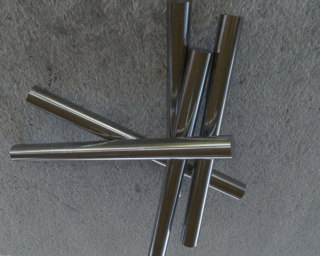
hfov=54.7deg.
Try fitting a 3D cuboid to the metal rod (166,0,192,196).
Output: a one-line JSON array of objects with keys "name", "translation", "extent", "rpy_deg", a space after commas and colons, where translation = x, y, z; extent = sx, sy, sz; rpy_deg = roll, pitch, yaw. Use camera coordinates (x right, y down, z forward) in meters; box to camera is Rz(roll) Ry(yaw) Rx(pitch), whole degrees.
[{"name": "metal rod", "translation": [0.021, -0.012, 0.397], "extent": [0.025, 0.025, 0.298], "rpy_deg": [-1, 130, 0]}]

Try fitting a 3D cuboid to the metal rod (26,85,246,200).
[{"name": "metal rod", "translation": [-0.022, 0.024, 0.401], "extent": [0.301, 0.025, 0.025], "rpy_deg": [26, 126, -11]}]

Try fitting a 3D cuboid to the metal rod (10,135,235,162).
[{"name": "metal rod", "translation": [-0.063, 0.027, 0.378], "extent": [0.301, 0.025, 0.025], "rpy_deg": [-3, 132, 23]}]

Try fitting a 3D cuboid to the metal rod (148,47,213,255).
[{"name": "metal rod", "translation": [0.019, 0.052, 0.385], "extent": [0.025, 0.025, 0.298], "rpy_deg": [7, 115, -6]}]

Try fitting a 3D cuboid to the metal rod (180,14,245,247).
[{"name": "metal rod", "translation": [0.057, 0.022, 0.372], "extent": [0.025, 0.025, 0.298], "rpy_deg": [5, 114, -4]}]
